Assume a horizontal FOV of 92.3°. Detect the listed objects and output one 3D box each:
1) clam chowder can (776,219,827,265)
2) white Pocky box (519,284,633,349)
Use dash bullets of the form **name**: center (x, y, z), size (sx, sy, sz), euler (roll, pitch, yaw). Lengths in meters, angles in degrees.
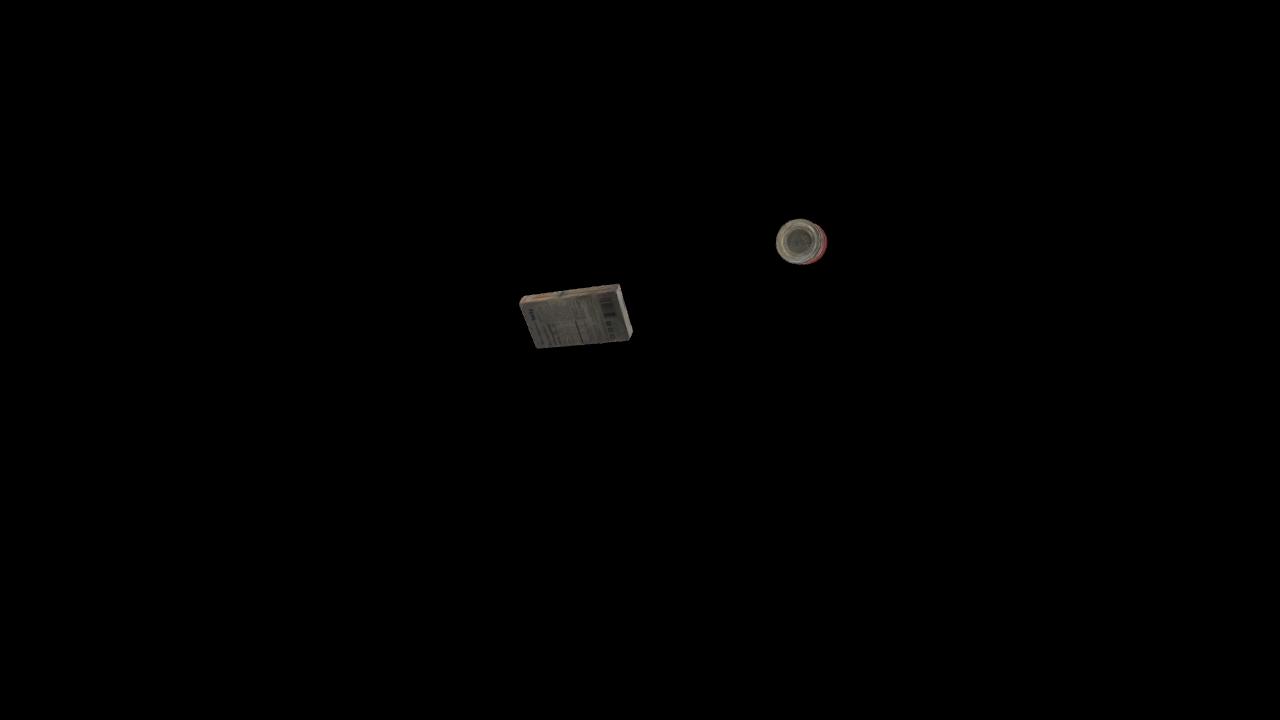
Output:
- **clam chowder can**: center (0.249, -0.180, 0.944), size (0.068, 0.068, 0.102), euler (0, 8, 22)
- **white Pocky box**: center (-0.094, -0.062, 0.907), size (0.154, 0.084, 0.028), euler (-5, 33, 18)
